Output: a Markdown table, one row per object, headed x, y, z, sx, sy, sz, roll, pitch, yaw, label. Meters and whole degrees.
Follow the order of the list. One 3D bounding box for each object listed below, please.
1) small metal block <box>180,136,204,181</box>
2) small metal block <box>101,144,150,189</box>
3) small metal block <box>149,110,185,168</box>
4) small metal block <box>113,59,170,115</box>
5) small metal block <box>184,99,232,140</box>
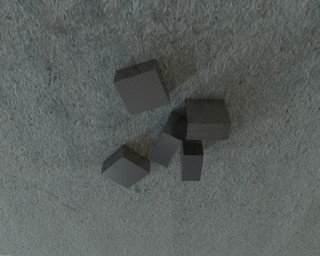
| x | y | z | sx | sy | sz | roll | pitch | yaw | label |
| --- | --- | --- | --- | --- | --- | --- | --- | --- | --- |
| 0.042 | 0.037 | 0.422 | 0.025 | 0.050 | 0.050 | 0 | 130 | 0 | small metal block |
| -0.050 | 0.058 | 0.456 | 0.050 | 0.025 | 0.050 | 35 | 122 | -26 | small metal block |
| 0.012 | 0.014 | 0.399 | 0.025 | 0.050 | 0.050 | 26 | 127 | -2 | small metal block |
| -0.020 | -0.048 | 0.366 | 0.050 | 0.025 | 0.050 | -15 | 129 | 12 | small metal block |
| 0.057 | -0.011 | 0.381 | 0.050 | 0.050 | 0.025 | 1 | 130 | -1 | small metal block |
